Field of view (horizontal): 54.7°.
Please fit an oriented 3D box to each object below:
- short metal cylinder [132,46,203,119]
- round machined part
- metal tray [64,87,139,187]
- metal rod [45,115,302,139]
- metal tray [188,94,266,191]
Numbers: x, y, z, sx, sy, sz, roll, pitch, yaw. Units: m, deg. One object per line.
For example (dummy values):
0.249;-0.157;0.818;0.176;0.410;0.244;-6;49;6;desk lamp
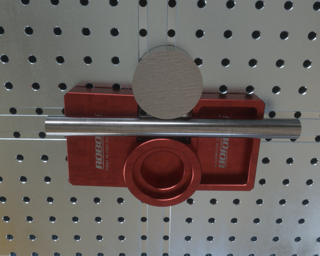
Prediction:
0.009;-0.056;0.375;0.081;0.050;0.079;0;110;0;short metal cylinder
0.004;0.051;0.409;0.099;0.042;0.097;0;110;0;round machined part
-0.074;0.014;0.410;0.091;0.030;0.129;2;110;-1;metal tray
0.017;-0.001;0.377;0.302;0.025;0.025;1;110;-1;metal rod
0.084;0.021;0.415;0.091;0.030;0.129;1;110;-1;metal tray
